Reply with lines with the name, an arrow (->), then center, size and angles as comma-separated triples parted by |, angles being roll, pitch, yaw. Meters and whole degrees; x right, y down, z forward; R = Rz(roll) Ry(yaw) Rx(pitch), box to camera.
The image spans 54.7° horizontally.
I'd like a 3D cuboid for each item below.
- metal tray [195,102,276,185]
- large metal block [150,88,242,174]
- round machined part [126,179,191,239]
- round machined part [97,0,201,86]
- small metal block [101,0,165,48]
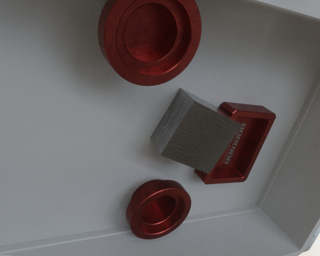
metal tray -> 0.117, 0.027, 0.488 | 0.091, 0.030, 0.129 | 3, 117, -30
large metal block -> 0.047, 0.005, 0.414 | 0.080, 0.050, 0.080 | 24, 106, -27
round machined part -> -0.006, 0.117, 0.469 | 0.099, 0.042, 0.097 | -14, 125, -21
round machined part -> -0.013, -0.094, 0.302 | 0.099, 0.042, 0.097 | -14, 125, -21
small metal block -> -0.024, -0.121, 0.322 | 0.050, 0.025, 0.050 | -48, 129, 5
